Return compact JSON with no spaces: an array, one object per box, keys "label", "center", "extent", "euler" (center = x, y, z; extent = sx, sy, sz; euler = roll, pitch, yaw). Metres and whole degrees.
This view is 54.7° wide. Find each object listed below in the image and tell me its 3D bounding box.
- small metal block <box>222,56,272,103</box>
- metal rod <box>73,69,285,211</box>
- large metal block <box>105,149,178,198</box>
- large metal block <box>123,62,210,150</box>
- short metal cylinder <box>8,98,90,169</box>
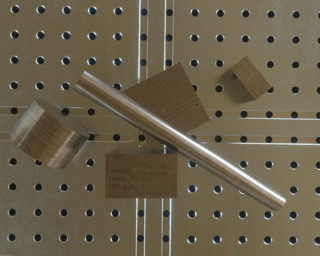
[{"label":"small metal block","center":[0.111,-0.061,0.402],"extent":[0.025,0.050,0.050],"euler":[-39,91,0]},{"label":"metal rod","center":[0.037,0.025,0.370],"extent":[0.301,0.025,0.025],"euler":[32,90,-18]},{"label":"large metal block","center":[-0.021,0.053,0.386],"extent":[0.081,0.080,0.050],"euler":[0,90,-1]},{"label":"large metal block","center":[0.007,-0.027,0.401],"extent":[0.080,0.050,0.080],"euler":[-27,90,-1]},{"label":"short metal cylinder","center":[-0.135,0.007,0.384],"extent":[0.080,0.080,0.050],"euler":[37,90,-1]}]
